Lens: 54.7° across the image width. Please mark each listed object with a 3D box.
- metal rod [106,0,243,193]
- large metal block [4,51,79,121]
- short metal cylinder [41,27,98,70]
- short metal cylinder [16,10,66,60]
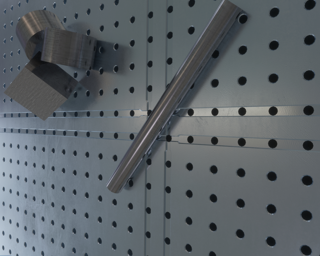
[{"bbox_3d":[0.006,-0.024,0.404,0.025,0.025,0.298,48,118,29],"label":"metal rod"},{"bbox_3d":[-0.203,-0.070,0.533,0.080,0.080,0.050,-32,29,35],"label":"large metal block"},{"bbox_3d":[-0.144,-0.125,0.492,0.080,0.081,0.050,19,102,38],"label":"short metal cylinder"},{"bbox_3d":[-0.201,-0.156,0.539,0.080,0.081,0.050,-49,61,29],"label":"short metal cylinder"}]
